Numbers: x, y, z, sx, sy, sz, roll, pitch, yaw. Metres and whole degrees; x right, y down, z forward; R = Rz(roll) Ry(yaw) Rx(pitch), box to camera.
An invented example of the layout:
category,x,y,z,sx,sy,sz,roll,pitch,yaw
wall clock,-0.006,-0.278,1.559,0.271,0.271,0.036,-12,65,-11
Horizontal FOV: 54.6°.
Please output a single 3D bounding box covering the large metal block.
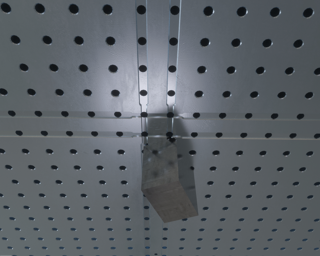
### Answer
category,x,y,z,sx,sy,sz,roll,pitch,yaw
large metal block,0.015,0.073,0.438,0.050,0.080,0.080,-17,128,14
